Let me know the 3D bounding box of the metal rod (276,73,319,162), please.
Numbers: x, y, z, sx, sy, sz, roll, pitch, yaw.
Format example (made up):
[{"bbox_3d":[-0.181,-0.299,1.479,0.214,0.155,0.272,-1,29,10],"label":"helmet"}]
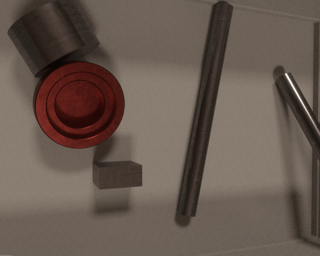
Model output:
[{"bbox_3d":[0.245,0.053,0.440,0.025,0.025,0.299,-14,71,-20],"label":"metal rod"}]

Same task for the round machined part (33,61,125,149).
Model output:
[{"bbox_3d":[-0.094,-0.029,0.358,0.099,0.042,0.097,-8,108,-26],"label":"round machined part"}]

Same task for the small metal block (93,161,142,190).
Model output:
[{"bbox_3d":[-0.053,0.056,0.379,0.050,0.050,0.025,-1,91,-20],"label":"small metal block"}]

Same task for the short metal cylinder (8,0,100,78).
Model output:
[{"bbox_3d":[-0.114,-0.097,0.339,0.080,0.080,0.050,-32,101,-17],"label":"short metal cylinder"}]

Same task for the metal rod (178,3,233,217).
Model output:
[{"bbox_3d":[0.065,-0.028,0.435,0.025,0.025,0.298,12,86,-20],"label":"metal rod"}]
